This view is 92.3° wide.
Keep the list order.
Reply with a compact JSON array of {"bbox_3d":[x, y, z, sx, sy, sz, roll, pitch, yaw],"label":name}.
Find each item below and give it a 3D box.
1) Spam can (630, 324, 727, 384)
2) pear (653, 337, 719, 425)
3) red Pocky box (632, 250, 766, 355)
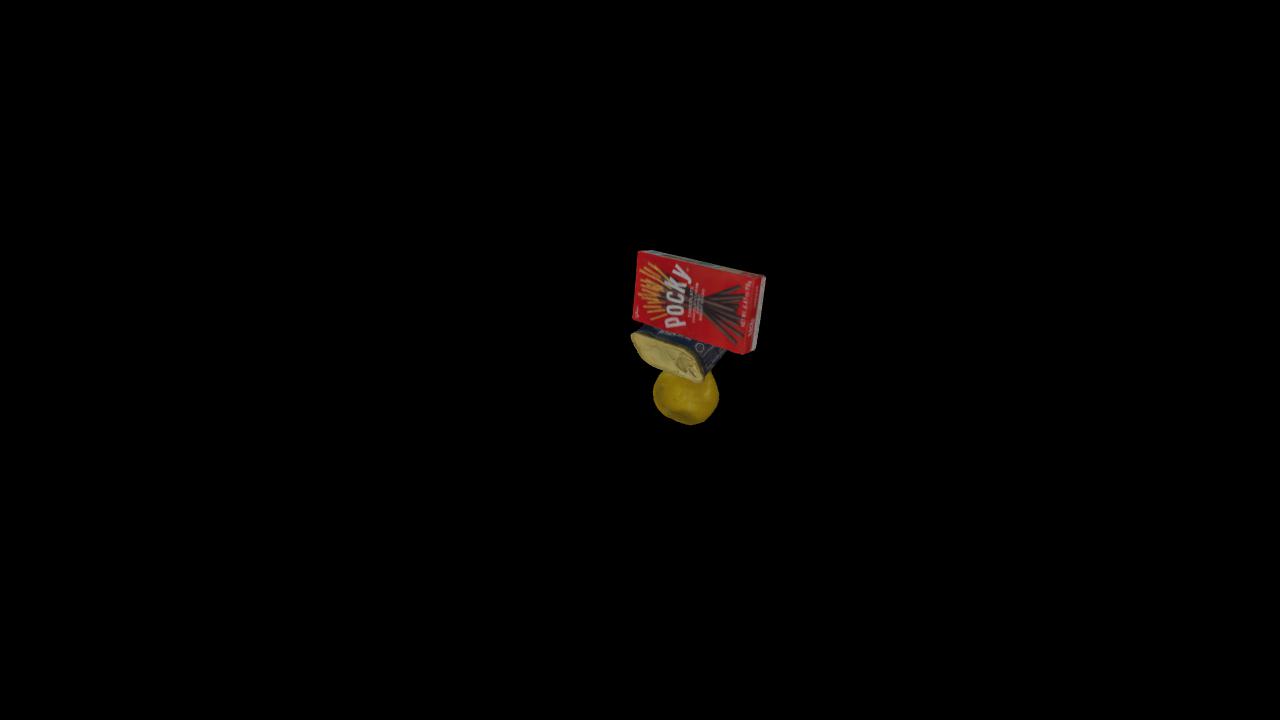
[{"bbox_3d":[0.055,-0.030,0.711,0.101,0.058,0.085,21,59,41],"label":"Spam can"},{"bbox_3d":[0.063,0.021,0.748,0.080,0.111,0.080,19,-19,7],"label":"pear"},{"bbox_3d":[0.058,-0.065,0.662,0.155,0.083,0.028,20,26,37],"label":"red Pocky box"}]
